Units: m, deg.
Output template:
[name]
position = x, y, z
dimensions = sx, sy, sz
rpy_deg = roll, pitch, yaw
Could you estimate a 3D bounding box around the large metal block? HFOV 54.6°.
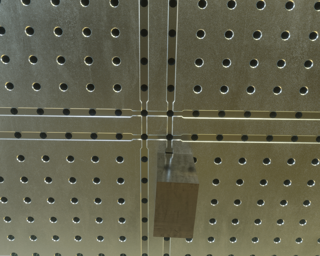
[large metal block]
position = 0.019, 0.088, 0.416
dimensions = 0.050, 0.080, 0.079
rpy_deg = 3, 110, -1
